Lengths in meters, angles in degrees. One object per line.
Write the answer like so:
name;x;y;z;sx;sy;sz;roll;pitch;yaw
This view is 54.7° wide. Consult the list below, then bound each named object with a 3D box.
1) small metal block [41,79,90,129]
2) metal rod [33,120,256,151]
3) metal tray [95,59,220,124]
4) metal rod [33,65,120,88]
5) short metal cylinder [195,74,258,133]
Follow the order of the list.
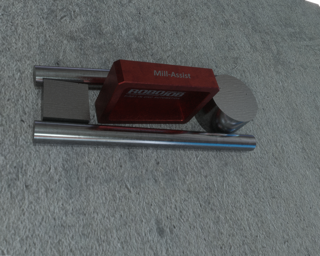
small metal block;-0.111;-0.027;0.362;0.050;0.025;0.050;4;60;-26
metal rod;0.000;0.013;0.398;0.302;0.025;0.025;4;60;-26
metal tray;-0.004;-0.039;0.384;0.131;0.090;0.030;0;62;-28
metal rod;-0.016;-0.068;0.438;0.303;0.025;0.025;-3;63;-30
short metal cylinder;0.096;-0.032;0.460;0.081;0.050;0.080;14;56;-21
